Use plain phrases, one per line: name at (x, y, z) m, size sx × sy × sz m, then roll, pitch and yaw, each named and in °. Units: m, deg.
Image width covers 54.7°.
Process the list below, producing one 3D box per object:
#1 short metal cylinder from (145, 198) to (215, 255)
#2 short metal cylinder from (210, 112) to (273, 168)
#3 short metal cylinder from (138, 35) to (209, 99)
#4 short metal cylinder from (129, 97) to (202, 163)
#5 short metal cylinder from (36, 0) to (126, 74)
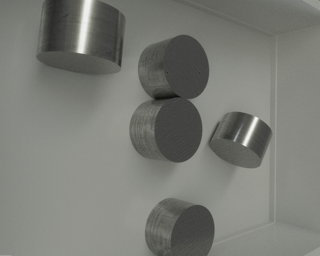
short metal cylinder at (0.027, 0.138, 0.413) m, size 0.081 × 0.050 × 0.080 m, roll 0°, pitch 90°, yaw -40°
short metal cylinder at (0.124, 0.019, 0.474) m, size 0.080 × 0.080 × 0.050 m, roll 44°, pitch 63°, yaw -31°
short metal cylinder at (0.019, -0.076, 0.405) m, size 0.081 × 0.050 × 0.080 m, roll 0°, pitch 90°, yaw -40°
short metal cylinder at (0.008, 0.002, 0.397) m, size 0.081 × 0.050 × 0.080 m, roll 0°, pitch 90°, yaw -40°
short metal cylinder at (-0.076, -0.087, 0.306) m, size 0.081 × 0.080 × 0.050 m, roll 8°, pitch 85°, yaw -40°
